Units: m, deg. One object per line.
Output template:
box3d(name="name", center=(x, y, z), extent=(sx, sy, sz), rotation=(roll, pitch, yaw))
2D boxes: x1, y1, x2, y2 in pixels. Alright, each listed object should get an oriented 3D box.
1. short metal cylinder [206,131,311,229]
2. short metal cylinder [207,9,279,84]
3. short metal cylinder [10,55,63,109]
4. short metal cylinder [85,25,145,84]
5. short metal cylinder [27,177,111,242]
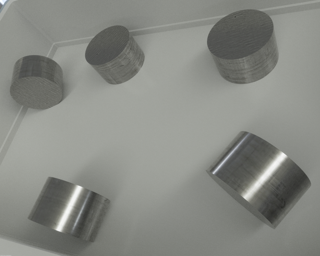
box3d(name="short metal cylinder", center=(0.091, 0.048, 0.293), extent=(0.050, 0.080, 0.080), rotation=(-48, 51, -5))
box3d(name="short metal cylinder", center=(0.107, -0.104, 0.397), extent=(0.080, 0.050, 0.080), rotation=(-13, 56, 21))
box3d(name="short metal cylinder", center=(-0.208, -0.077, 0.527), extent=(0.080, 0.080, 0.050), rotation=(-22, 54, 15))
box3d(name="short metal cylinder", center=(-0.072, -0.118, 0.500), extent=(0.080, 0.050, 0.080), rotation=(-13, 56, 21))
box3d(name="short metal cylinder", center=(-0.106, 0.097, 0.367), extent=(0.080, 0.080, 0.050), rotation=(7, 65, 31))
